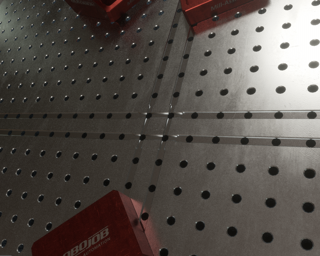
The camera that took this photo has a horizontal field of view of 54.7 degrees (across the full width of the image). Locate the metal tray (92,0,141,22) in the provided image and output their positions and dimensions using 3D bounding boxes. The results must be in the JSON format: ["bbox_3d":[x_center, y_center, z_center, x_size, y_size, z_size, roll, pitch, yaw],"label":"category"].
[{"bbox_3d":[-0.073,-0.270,0.582,0.130,0.030,0.090,-43,70,-8],"label":"metal tray"}]

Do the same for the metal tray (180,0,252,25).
[{"bbox_3d":[0.096,-0.226,0.492,0.130,0.030,0.090,-17,55,17],"label":"metal tray"}]

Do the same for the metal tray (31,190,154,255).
[{"bbox_3d":[-0.082,0.144,0.358,0.130,0.030,0.090,-34,52,5],"label":"metal tray"}]

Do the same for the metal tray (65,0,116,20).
[{"bbox_3d":[-0.142,-0.254,0.593,0.130,0.090,0.030,24,78,36],"label":"metal tray"}]
